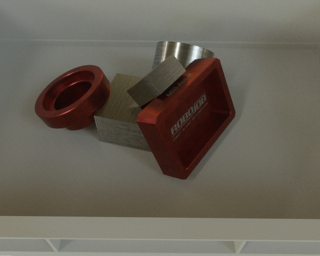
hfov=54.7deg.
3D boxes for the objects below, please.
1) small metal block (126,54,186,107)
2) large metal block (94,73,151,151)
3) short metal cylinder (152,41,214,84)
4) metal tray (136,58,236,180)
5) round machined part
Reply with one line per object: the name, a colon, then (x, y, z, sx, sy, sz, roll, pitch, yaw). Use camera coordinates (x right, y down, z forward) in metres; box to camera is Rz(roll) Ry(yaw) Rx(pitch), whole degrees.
small metal block: (-0.005, -0.055, 0.366, 0.025, 0.050, 0.050, 51, 59, -10)
large metal block: (-0.029, -0.021, 0.404, 0.080, 0.050, 0.080, 11, 51, 9)
short metal cylinder: (0.031, -0.085, 0.431, 0.080, 0.080, 0.050, 13, 95, 10)
metal tray: (0.038, -0.014, 0.372, 0.030, 0.090, 0.131, 8, 44, 43)
round machined part: (-0.108, -0.035, 0.405, 0.098, 0.042, 0.098, -16, 42, 15)
